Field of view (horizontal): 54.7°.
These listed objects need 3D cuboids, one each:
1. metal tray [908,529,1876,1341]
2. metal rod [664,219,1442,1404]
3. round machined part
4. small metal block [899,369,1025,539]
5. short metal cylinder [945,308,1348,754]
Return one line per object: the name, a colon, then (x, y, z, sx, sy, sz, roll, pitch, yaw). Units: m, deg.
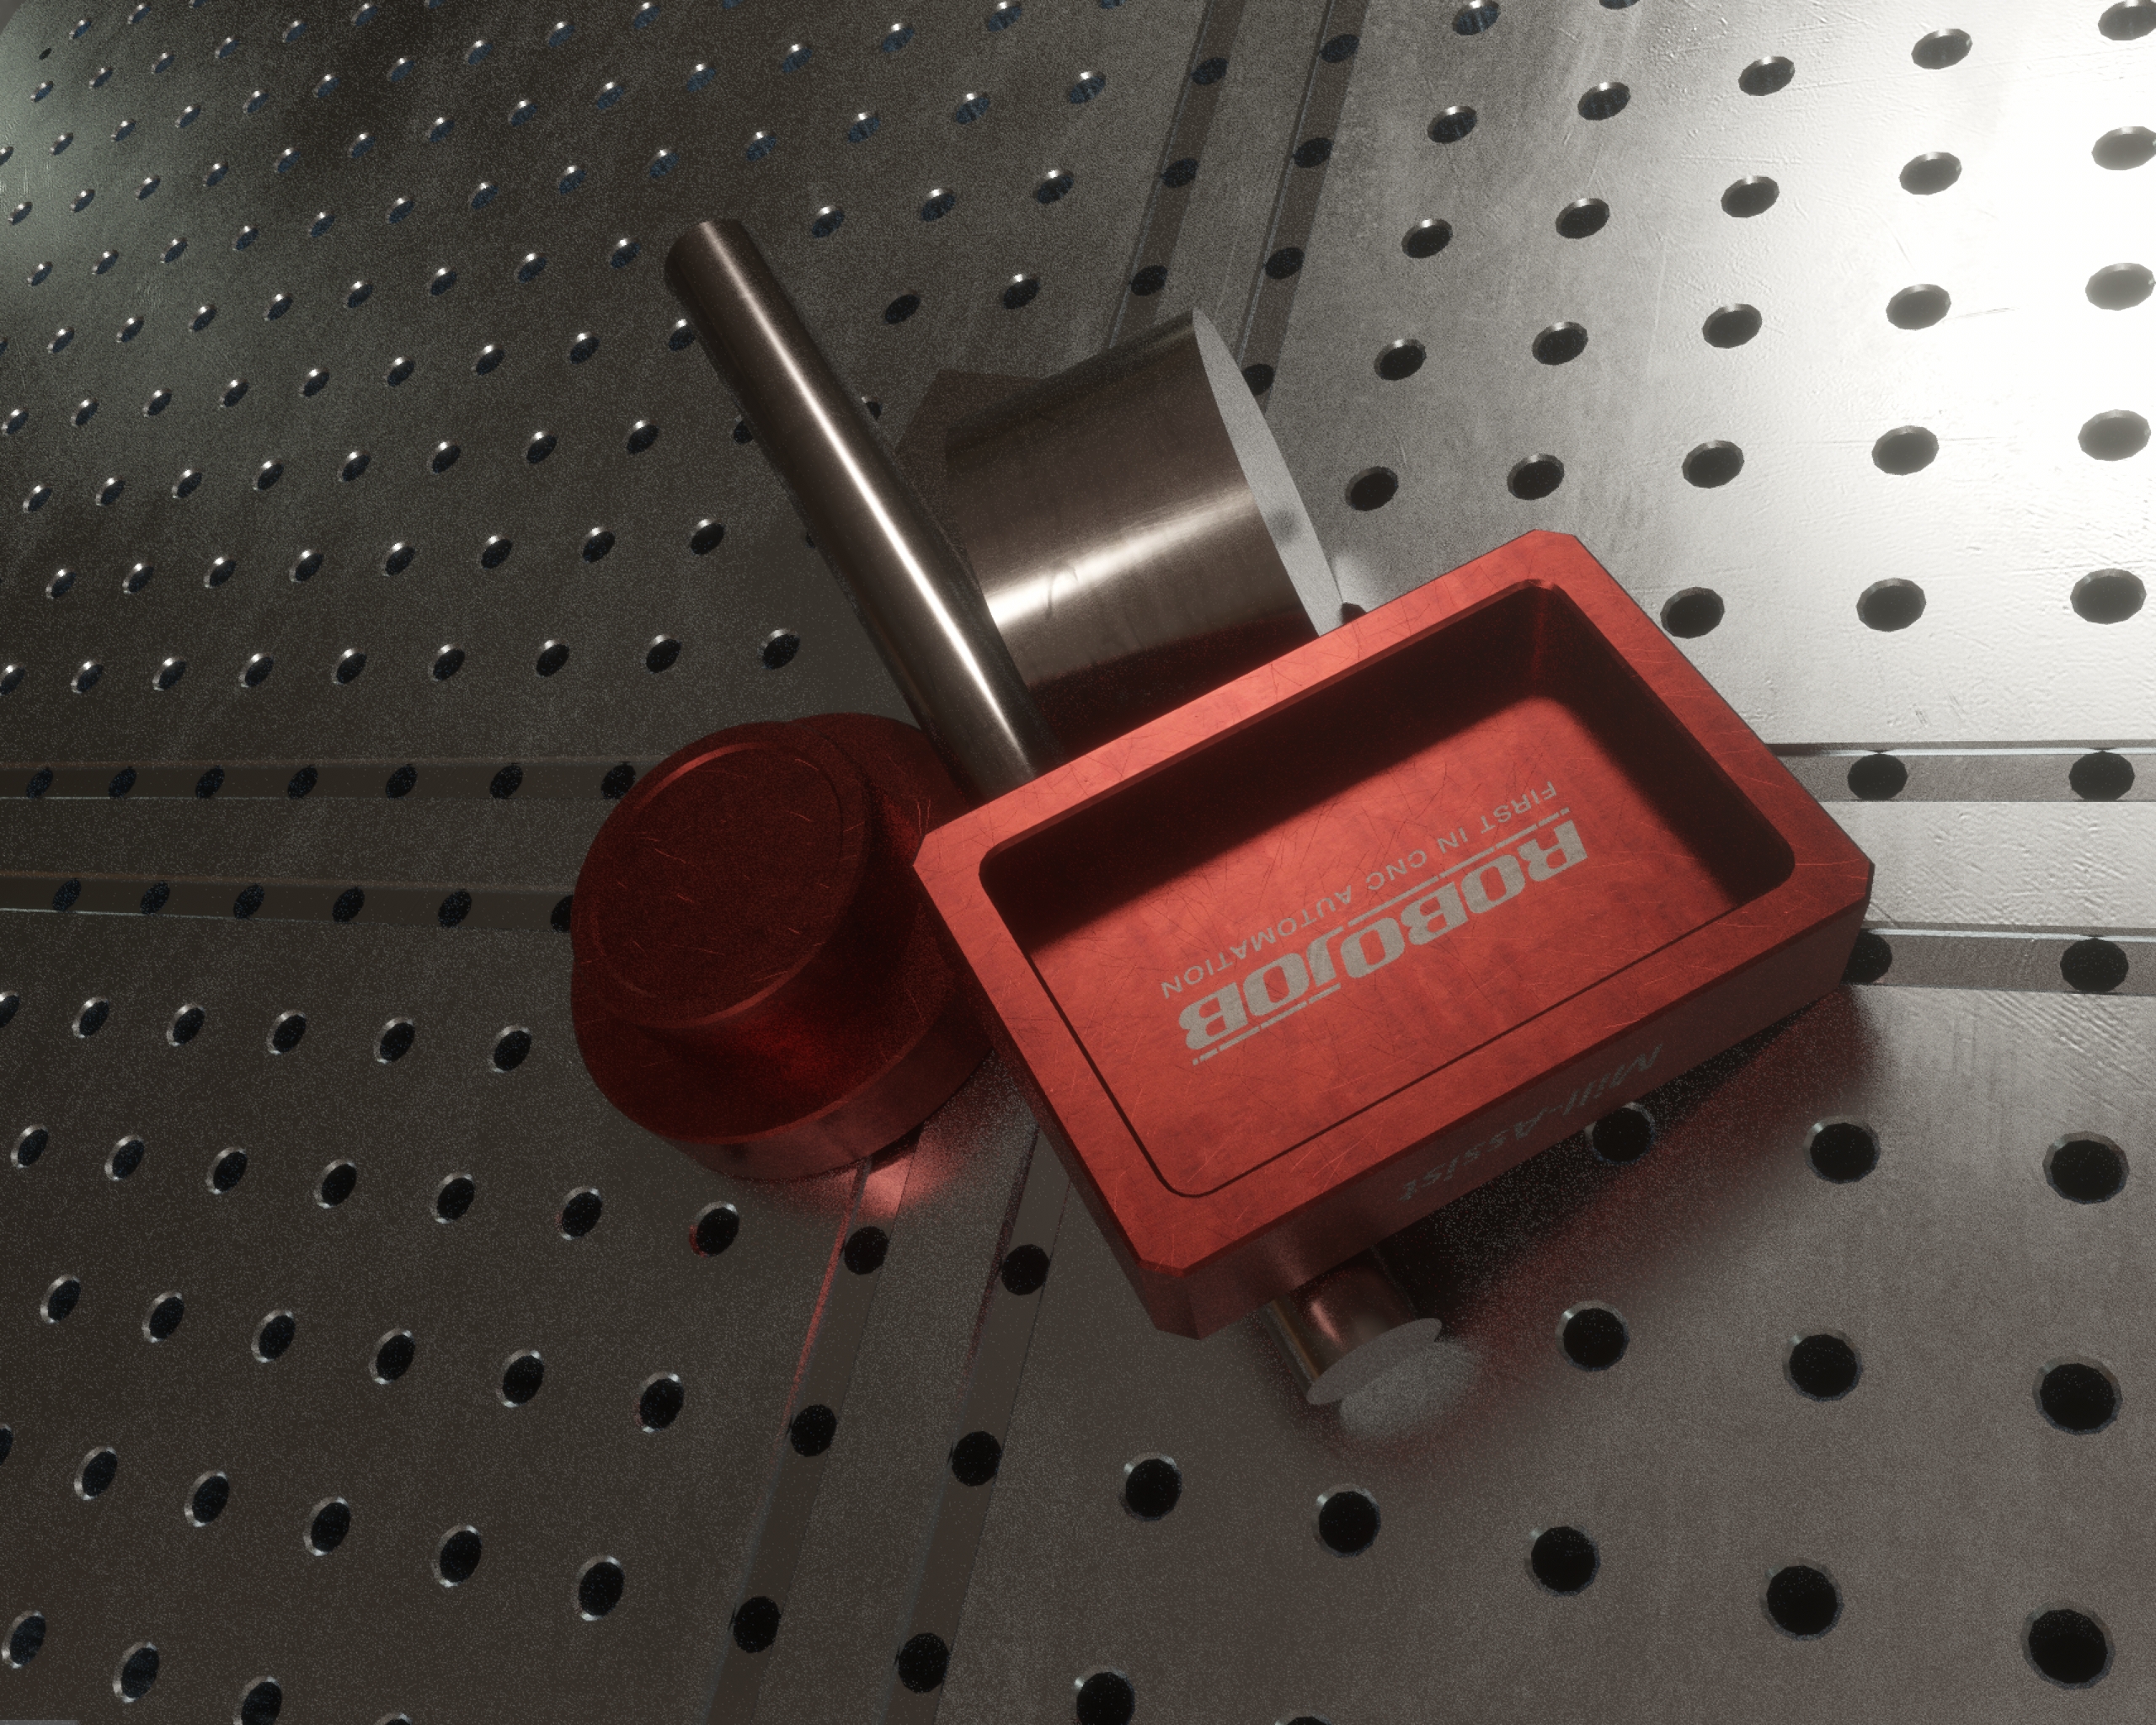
metal tray: (0.050, 0.008, 0.346, 0.131, 0.030, 0.090, -27, 59, -9)
metal rod: (-0.019, -0.030, 0.413, 0.025, 0.025, 0.299, -34, 59, 5)
round machined part: (-0.062, 0.010, 0.421, 0.098, 0.042, 0.098, -13, 56, 20)
small metal block: (-0.016, -0.081, 0.465, 0.050, 0.025, 0.050, 14, 69, 33)
short metal cylinder: (0.016, -0.058, 0.399, 0.050, 0.080, 0.080, -23, 54, 14)
